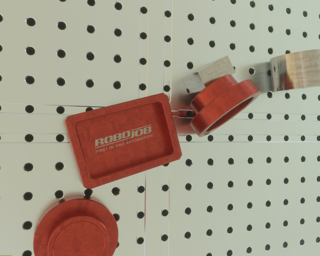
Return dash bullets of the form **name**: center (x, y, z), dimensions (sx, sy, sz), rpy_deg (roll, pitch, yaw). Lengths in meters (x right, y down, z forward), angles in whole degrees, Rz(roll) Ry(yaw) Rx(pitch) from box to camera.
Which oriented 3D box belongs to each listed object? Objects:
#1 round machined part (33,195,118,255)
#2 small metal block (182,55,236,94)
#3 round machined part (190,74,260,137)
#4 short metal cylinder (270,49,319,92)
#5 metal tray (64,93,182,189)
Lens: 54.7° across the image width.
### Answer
- **round machined part**: center (-0.098, 0.133, 0.368), dimensions (0.099, 0.042, 0.097), rpy_deg (0, 90, -20)
- **small metal block**: center (0.066, -0.072, 0.425), dimensions (0.050, 0.050, 0.025), rpy_deg (-31, 100, -18)
- **round machined part**: center (0.079, -0.033, 0.409), dimensions (0.099, 0.098, 0.042), rpy_deg (-31, 77, -17)
- **short metal cylinder**: center (0.209, -0.084, 0.462), dimensions (0.081, 0.080, 0.050), rpy_deg (-8, 93, -20)
- **metal tray**: center (-0.045, 0.013, 0.394), dimensions (0.131, 0.030, 0.089), rpy_deg (-16, 96, -20)
